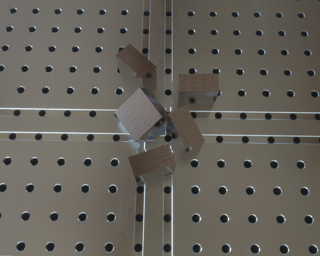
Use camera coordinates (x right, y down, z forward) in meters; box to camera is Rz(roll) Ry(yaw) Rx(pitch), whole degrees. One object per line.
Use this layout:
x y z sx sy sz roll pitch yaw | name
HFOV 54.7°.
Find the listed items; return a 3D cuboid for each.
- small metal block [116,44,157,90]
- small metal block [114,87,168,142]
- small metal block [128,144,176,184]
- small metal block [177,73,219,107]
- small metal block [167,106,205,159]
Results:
-0.032 -0.080 0.427 0.050 0.050 0.025 43 76 13 | small metal block
-0.023 -0.017 0.405 0.050 0.025 0.050 -43 72 20 | small metal block
-0.009 0.046 0.382 0.050 0.050 0.025 -18 71 -7 | small metal block
0.049 -0.050 0.417 0.050 0.050 0.025 -1 70 -1 | small metal block
0.031 0.007 0.396 0.025 0.050 0.050 -23 72 -9 | small metal block
